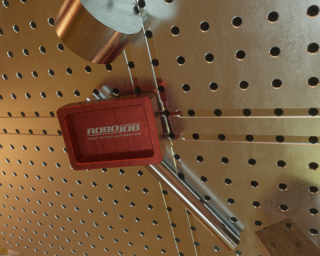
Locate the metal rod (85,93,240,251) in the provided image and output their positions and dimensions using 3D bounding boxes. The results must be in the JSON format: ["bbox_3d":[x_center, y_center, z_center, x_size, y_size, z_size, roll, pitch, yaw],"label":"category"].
[{"bbox_3d":[0.004,0.065,0.449,0.300,0.025,0.025,45,129,-4],"label":"metal rod"}]

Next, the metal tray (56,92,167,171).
[{"bbox_3d":[-0.064,0.006,0.414,0.130,0.030,0.089,-6,106,15],"label":"metal tray"}]

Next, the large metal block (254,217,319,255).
[{"bbox_3d":[0.168,0.175,0.386,0.050,0.080,0.080,-22,111,-2],"label":"large metal block"}]

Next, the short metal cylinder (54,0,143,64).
[{"bbox_3d":[-0.066,-0.117,0.338,0.080,0.080,0.050,47,129,-5],"label":"short metal cylinder"}]
